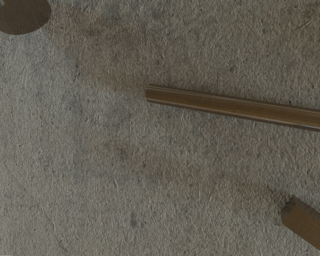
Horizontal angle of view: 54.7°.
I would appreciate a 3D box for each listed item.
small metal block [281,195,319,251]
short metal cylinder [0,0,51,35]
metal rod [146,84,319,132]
[{"bbox_3d":[0.162,0.104,0.339,0.050,0.050,0.025,35,101,16],"label":"small metal block"},{"bbox_3d":[-0.208,-0.182,0.451,0.080,0.080,0.050,-32,80,17],"label":"short metal cylinder"},{"bbox_3d":[0.126,-0.018,0.364,0.301,0.025,0.025,11,94,19],"label":"metal rod"}]
